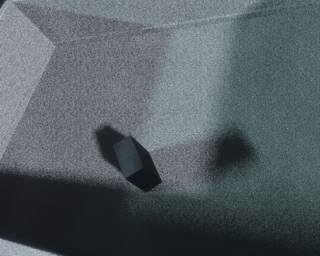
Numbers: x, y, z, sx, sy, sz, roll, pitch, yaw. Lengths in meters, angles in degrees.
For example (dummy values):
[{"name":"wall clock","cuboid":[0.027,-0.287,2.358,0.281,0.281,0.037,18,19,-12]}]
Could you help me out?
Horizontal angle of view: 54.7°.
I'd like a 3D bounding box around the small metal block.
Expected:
[{"name":"small metal block","cuboid":[-0.027,0.044,0.376,0.025,0.050,0.050,-33,52,7]}]
